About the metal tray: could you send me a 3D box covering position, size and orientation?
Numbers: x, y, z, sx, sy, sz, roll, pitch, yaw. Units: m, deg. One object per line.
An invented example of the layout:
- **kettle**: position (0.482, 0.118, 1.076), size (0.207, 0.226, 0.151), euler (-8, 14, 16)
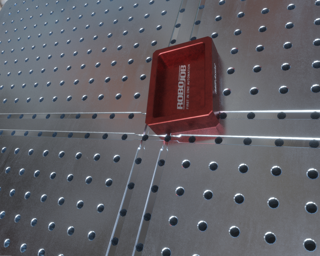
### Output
- **metal tray**: position (0.032, -0.059, 0.425), size (0.090, 0.030, 0.130), euler (-9, 58, 23)
